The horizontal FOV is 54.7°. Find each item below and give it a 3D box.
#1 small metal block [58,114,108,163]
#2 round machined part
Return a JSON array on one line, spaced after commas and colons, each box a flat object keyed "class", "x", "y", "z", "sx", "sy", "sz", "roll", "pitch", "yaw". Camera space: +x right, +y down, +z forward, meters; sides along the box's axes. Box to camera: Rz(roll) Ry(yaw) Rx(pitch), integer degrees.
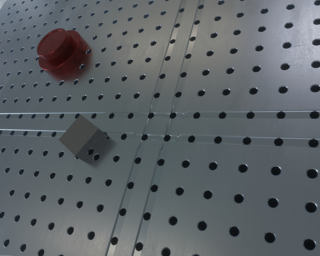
[{"class": "small metal block", "x": -0.114, "y": 0.015, "z": 0.459, "sx": 0.050, "sy": 0.025, "sz": 0.050, "roll": 33, "pitch": 80, "yaw": 38}, {"class": "round machined part", "x": -0.194, "y": -0.151, "z": 0.593, "sx": 0.098, "sy": 0.042, "sz": 0.098, "roll": -13, "pitch": 56, "yaw": 21}]
